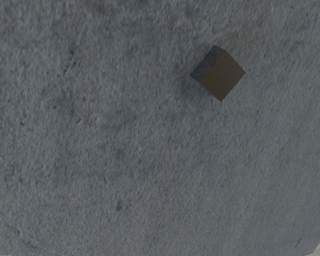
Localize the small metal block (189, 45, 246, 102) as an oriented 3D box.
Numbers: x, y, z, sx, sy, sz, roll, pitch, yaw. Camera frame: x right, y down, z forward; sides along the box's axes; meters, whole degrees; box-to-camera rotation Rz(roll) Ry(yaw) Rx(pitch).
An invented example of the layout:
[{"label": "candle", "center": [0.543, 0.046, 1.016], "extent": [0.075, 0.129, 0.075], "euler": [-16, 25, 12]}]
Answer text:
[{"label": "small metal block", "center": [0.076, -0.070, 0.404], "extent": [0.050, 0.025, 0.050], "euler": [34, 99, -38]}]
